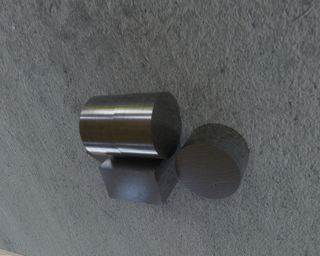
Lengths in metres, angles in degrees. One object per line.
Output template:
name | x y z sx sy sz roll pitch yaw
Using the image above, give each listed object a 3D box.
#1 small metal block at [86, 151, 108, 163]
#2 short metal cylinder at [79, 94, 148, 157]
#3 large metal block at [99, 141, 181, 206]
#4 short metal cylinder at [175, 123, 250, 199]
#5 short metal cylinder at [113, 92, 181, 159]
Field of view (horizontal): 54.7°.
small metal block | -0.078 0.028 0.468 0.050 0.025 0.050 33 129 6
short metal cylinder | -0.058 -0.003 0.402 0.050 0.080 0.080 1 119 28
large metal block | -0.021 0.054 0.418 0.080 0.080 0.050 1 119 28
short metal cylinder | 0.065 0.040 0.382 0.080 0.050 0.079 13 124 21
short metal cylinder | -0.013 -0.003 0.378 0.050 0.080 0.080 1 119 28
